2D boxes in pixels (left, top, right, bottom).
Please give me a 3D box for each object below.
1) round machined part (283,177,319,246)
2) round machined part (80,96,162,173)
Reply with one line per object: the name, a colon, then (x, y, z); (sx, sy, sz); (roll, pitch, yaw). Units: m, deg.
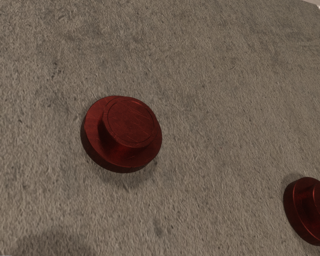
round machined part: (0.233, 0.117, 0.450); (0.099, 0.042, 0.098); (14, 56, -21)
round machined part: (-0.041, 0.001, 0.371); (0.099, 0.042, 0.098); (14, 56, -21)
